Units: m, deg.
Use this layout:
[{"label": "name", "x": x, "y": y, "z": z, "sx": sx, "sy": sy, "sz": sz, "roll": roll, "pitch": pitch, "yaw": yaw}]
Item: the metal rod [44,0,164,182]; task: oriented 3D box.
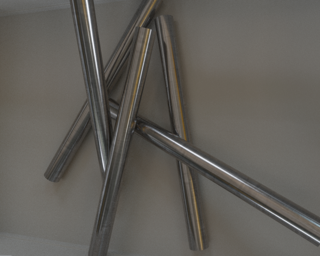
[{"label": "metal rod", "x": -0.084, "y": -0.050, "z": 0.438, "sx": 0.025, "sy": 0.025, "sz": 0.299, "roll": 35, "pitch": 101, "yaw": 16}]

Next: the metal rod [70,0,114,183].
[{"label": "metal rod", "x": -0.077, "y": -0.048, "z": 0.374, "sx": 0.025, "sy": 0.025, "sz": 0.298, "roll": 4, "pitch": 116, "yaw": 19}]

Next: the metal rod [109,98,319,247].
[{"label": "metal rod", "x": 0.040, "y": 0.034, "z": 0.361, "sx": 0.300, "sy": 0.025, "sz": 0.025, "roll": 30, "pitch": 100, "yaw": 30}]

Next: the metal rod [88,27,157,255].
[{"label": "metal rod", "x": -0.050, "y": 0.027, "z": 0.390, "sx": 0.025, "sy": 0.025, "sz": 0.298, "roll": 17, "pitch": 100, "yaw": 19}]

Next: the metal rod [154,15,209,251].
[{"label": "metal rod", "x": 0.027, "y": 0.003, "z": 0.400, "sx": 0.025, "sy": 0.025, "sz": 0.298, "roll": -10, "pitch": 87, "yaw": 19}]
